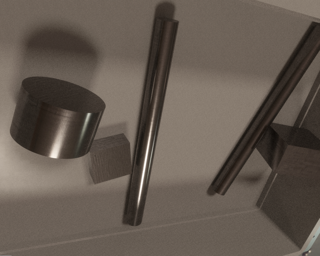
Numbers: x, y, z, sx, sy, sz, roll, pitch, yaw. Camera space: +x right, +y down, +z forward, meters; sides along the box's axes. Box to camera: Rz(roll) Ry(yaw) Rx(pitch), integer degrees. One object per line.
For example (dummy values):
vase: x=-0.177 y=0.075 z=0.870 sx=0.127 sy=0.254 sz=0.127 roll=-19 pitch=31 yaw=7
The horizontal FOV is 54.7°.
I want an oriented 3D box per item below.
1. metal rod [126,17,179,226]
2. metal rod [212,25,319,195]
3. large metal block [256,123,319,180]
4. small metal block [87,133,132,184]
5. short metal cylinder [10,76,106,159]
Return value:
metal rod: x=-0.016 y=0.011 z=0.408 sx=0.025 sy=0.025 sz=0.298 roll=-4 pitch=121 yaw=-27
metal rod: x=0.169 y=-0.018 z=0.492 sx=0.025 sy=0.025 sz=0.298 roll=17 pitch=109 yaw=-35
large metal block: x=0.214 y=0.035 z=0.500 sx=0.081 sy=0.080 sz=0.050 roll=10 pitch=115 yaw=-11
small metal block: x=-0.065 y=0.039 z=0.398 sx=0.050 sy=0.025 sz=0.050 roll=-14 pitch=124 yaw=-21
short metal cylinder: x=-0.101 y=-0.012 z=0.311 sx=0.081 sy=0.080 sz=0.050 roll=10 pitch=113 yaw=-33
